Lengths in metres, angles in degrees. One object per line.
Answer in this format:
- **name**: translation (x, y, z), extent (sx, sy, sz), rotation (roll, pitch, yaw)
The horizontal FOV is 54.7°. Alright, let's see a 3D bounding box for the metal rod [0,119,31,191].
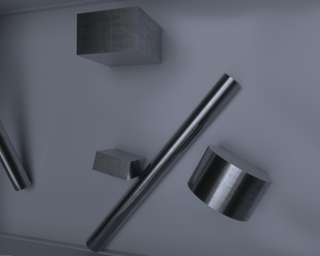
- **metal rod**: translation (-0.259, -0.044, 0.442), extent (0.025, 0.025, 0.298), rotation (-12, 108, 19)

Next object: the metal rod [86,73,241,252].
- **metal rod**: translation (-0.003, 0.054, 0.410), extent (0.025, 0.025, 0.299), rotation (42, 103, 15)

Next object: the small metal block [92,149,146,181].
- **small metal block**: translation (-0.053, 0.048, 0.415), extent (0.050, 0.050, 0.025), rotation (15, 95, 19)

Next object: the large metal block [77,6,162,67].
- **large metal block**: translation (-0.049, -0.113, 0.397), extent (0.080, 0.080, 0.050), rotation (1, 90, 19)

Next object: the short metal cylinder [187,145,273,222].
- **short metal cylinder**: translation (0.079, 0.061, 0.353), extent (0.080, 0.080, 0.050), rotation (31, 100, 17)
